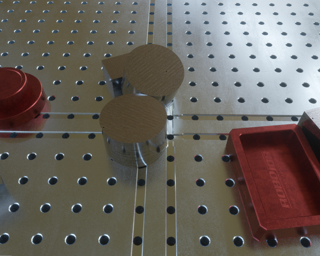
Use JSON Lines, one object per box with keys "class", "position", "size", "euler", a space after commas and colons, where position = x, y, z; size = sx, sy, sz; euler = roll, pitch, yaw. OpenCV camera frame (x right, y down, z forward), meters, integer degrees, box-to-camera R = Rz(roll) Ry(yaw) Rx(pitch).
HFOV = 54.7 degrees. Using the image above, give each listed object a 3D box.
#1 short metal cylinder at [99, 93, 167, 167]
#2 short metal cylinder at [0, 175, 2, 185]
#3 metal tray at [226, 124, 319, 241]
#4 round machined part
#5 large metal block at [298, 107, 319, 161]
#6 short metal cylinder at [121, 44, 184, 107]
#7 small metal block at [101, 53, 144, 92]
{"class": "short metal cylinder", "position": [-0.032, 0.002, 0.389], "size": [0.080, 0.050, 0.080], "euler": [0, 50, 0]}
{"class": "short metal cylinder", "position": [-0.217, 0.039, 0.337], "size": [0.050, 0.080, 0.080], "euler": [-29, 56, -22]}
{"class": "metal tray", "position": [0.137, 0.056, 0.357], "size": [0.091, 0.030, 0.130], "euler": [-5, 50, -4]}
{"class": "round machined part", "position": [-0.217, -0.048, 0.436], "size": [0.099, 0.042, 0.098], "euler": [0, 50, 0]}
{"class": "large metal block", "position": [0.227, 0.015, 0.380], "size": [0.081, 0.050, 0.080], "euler": [-14, 52, -12]}
{"class": "short metal cylinder", "position": [-0.012, -0.069, 0.432], "size": [0.081, 0.050, 0.080], "euler": [4, 68, -11]}
{"class": "small metal block", "position": [-0.057, -0.087, 0.481], "size": [0.050, 0.025, 0.050], "euler": [-19, 53, -16]}
